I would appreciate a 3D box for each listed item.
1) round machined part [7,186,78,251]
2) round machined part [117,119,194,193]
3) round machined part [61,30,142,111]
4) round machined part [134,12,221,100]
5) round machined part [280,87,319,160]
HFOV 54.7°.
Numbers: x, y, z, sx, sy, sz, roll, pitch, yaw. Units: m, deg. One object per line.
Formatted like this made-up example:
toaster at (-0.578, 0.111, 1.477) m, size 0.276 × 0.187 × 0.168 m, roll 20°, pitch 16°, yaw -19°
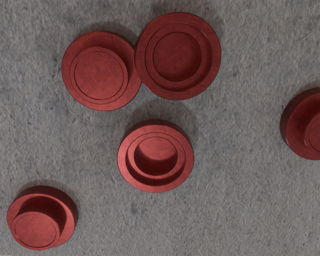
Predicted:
round machined part at (-0.173, 0.137, 0.449) m, size 0.099 × 0.042 × 0.097 m, roll 0°, pitch 110°, yaw -1°
round machined part at (-0.006, 0.033, 0.413) m, size 0.099 × 0.042 × 0.097 m, roll 0°, pitch 110°, yaw -1°
round machined part at (-0.070, -0.067, 0.375) m, size 0.099 × 0.042 × 0.097 m, roll 0°, pitch 110°, yaw -1°
round machined part at (0.018, -0.085, 0.365) m, size 0.099 × 0.042 × 0.097 m, roll -3°, pitch 109°, yaw -8°
round machined part at (0.213, -0.001, 0.403) m, size 0.099 × 0.042 × 0.097 m, roll 0°, pitch 110°, yaw -1°
